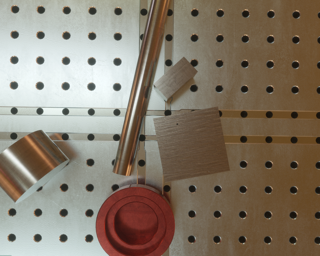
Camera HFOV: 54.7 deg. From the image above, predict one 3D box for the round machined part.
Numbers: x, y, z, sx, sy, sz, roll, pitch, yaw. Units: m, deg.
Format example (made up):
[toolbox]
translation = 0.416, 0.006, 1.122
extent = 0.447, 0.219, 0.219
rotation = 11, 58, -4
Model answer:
[round machined part]
translation = -0.031, 0.122, 0.405
extent = 0.099, 0.042, 0.097
rotation = 0, 90, -1

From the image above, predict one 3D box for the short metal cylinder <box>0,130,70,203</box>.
[short metal cylinder]
translation = -0.161, 0.047, 0.384
extent = 0.080, 0.080, 0.050
rotation = -41, 91, 0

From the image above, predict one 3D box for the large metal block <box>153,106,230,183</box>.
[large metal block]
translation = 0.038, 0.020, 0.401
extent = 0.080, 0.050, 0.080
rotation = -11, 90, -1

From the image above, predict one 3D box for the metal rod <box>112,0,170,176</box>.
[metal rod]
translation = -0.018, -0.085, 0.413
extent = 0.025, 0.025, 0.298
rotation = 13, 90, -1

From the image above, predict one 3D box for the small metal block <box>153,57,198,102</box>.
[small metal block]
translation = 0.019, -0.061, 0.401
extent = 0.050, 0.050, 0.025
rotation = -42, 90, 0
